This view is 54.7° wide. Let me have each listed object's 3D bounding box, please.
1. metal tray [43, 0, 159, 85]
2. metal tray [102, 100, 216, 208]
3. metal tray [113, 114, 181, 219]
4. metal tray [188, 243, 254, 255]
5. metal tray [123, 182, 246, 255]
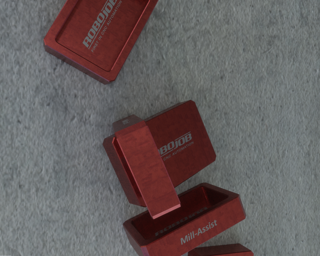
[{"bbox_3d":[-0.070,-0.131,0.380,0.090,0.030,0.130,29,80,-18],"label":"metal tray"},{"bbox_3d":[0.004,0.028,0.394,0.131,0.030,0.090,-27,99,-31],"label":"metal tray"},{"bbox_3d":[-0.020,0.034,0.345,0.030,0.130,0.090,-24,99,-7],"label":"metal tray"},{"bbox_3d":[0.084,0.237,0.439,0.091,0.030,0.129,3,89,-21],"label":"metal tray"},{"bbox_3d":[0.028,0.115,0.385,0.131,0.090,0.030,-22,98,-19],"label":"metal tray"}]
